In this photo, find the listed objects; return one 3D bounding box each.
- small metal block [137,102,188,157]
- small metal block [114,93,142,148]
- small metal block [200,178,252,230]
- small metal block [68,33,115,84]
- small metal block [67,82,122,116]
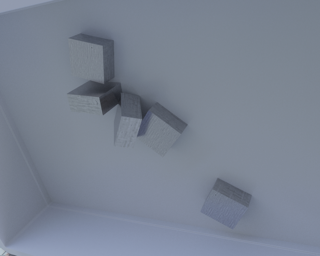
[{"bbox_3d":[0.000,0.003,0.409,0.050,0.025,0.050,37,129,3],"label":"small metal block"},{"bbox_3d":[-0.043,-0.010,0.404,0.025,0.050,0.050,8,129,-15],"label":"small metal block"},{"bbox_3d":[0.090,0.104,0.425,0.050,0.025,0.050,27,128,11],"label":"small metal block"},{"bbox_3d":[-0.087,-0.089,0.398,0.050,0.025,0.050,17,125,18],"label":"small metal block"},{"bbox_3d":[-0.085,-0.041,0.410,0.050,0.050,0.025,8,121,24],"label":"small metal block"}]
